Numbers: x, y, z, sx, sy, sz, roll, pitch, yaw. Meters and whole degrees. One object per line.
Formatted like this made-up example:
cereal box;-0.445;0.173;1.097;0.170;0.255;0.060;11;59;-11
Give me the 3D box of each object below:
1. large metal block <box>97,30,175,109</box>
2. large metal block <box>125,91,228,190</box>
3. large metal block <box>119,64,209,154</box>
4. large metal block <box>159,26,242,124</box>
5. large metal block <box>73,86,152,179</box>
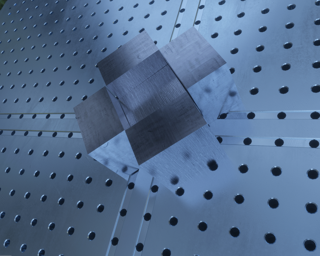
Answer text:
large metal block;-0.027;-0.074;0.434;0.080;0.080;0.050;-34;51;6
large metal block;0.020;0.018;0.353;0.080;0.080;0.050;-32;52;7
large metal block;0.003;-0.022;0.403;0.080;0.050;0.080;-34;50;8
large metal block;0.051;-0.064;0.386;0.050;0.080;0.080;-33;52;6
large metal block;-0.058;0.007;0.400;0.050;0.080;0.080;-34;52;6
